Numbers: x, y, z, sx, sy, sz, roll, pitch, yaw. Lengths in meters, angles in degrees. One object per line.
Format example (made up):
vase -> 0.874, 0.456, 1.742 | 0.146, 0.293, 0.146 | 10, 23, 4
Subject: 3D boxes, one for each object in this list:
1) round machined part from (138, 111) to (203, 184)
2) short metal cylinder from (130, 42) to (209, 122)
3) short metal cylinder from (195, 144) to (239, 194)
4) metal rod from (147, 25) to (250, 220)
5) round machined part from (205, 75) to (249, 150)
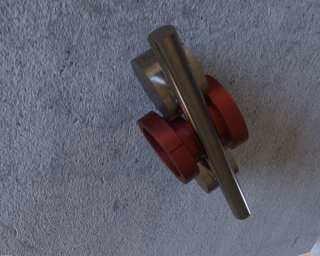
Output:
round machined part -> 0.018, 0.018, 0.382 | 0.042, 0.098, 0.098 | -37, 130, -9
short metal cylinder -> 0.010, -0.054, 0.346 | 0.050, 0.080, 0.080 | -34, 129, -6
short metal cylinder -> 0.066, 0.046, 0.439 | 0.050, 0.080, 0.080 | -34, 129, -6
metal rod -> 0.059, 0.021, 0.352 | 0.025, 0.025, 0.299 | -35, 129, -6
round machined part -> 0.064, -0.014, 0.390 | 0.042, 0.098, 0.098 | -31, 129, -3
